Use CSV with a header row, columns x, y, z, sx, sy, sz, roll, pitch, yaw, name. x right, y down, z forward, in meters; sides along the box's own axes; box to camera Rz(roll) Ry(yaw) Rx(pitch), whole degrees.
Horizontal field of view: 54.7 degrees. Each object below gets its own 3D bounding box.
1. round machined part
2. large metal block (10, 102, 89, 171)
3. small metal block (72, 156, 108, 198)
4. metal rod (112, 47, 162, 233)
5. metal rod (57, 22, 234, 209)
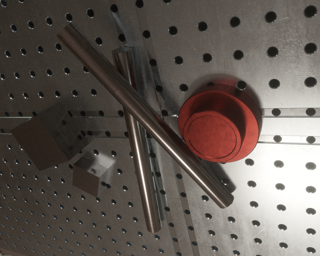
x,y,z,sx,sy,sz,roll,pitch,yaw,name
0.066,0.001,0.365,0.098,0.042,0.097,13,124,20,round machined part
-0.176,0.015,0.494,0.080,0.050,0.080,-19,108,35,large metal block
-0.118,0.083,0.522,0.050,0.025,0.050,24,127,13,small metal block
-0.028,0.035,0.446,0.025,0.025,0.298,6,121,25,metal rod
-0.008,-0.005,0.387,0.025,0.025,0.300,-31,109,38,metal rod
